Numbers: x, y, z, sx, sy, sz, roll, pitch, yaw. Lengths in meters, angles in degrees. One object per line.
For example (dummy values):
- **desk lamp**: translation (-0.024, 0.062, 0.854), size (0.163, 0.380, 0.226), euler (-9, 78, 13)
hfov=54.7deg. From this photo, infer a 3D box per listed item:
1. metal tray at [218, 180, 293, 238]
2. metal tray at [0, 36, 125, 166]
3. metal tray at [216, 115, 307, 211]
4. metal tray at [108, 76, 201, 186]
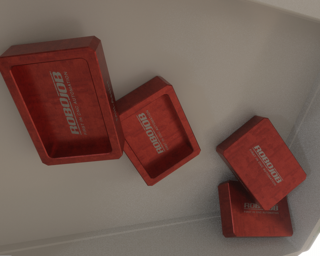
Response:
- **metal tray**: translation (0.167, 0.143, 0.540), size (0.131, 0.090, 0.030), euler (9, 155, -25)
- **metal tray**: translation (-0.093, -0.022, 0.318), size (0.091, 0.030, 0.129), euler (-6, 125, 4)
- **metal tray**: translation (0.163, 0.056, 0.497), size (0.090, 0.030, 0.130), euler (-39, 104, -3)
- **metal tray**: translation (-0.007, 0.008, 0.407), size (0.090, 0.030, 0.130), euler (-33, 129, -7)
